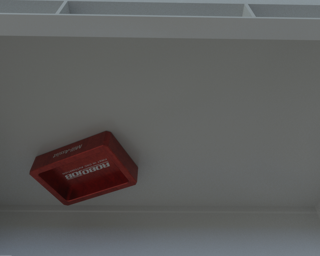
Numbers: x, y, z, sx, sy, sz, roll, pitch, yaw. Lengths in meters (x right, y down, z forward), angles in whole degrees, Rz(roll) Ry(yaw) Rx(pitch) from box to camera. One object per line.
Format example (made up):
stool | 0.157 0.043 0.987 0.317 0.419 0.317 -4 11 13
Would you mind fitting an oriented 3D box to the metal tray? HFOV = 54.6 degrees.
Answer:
metal tray | -0.110 0.063 0.458 0.130 0.030 0.090 -20 128 16
